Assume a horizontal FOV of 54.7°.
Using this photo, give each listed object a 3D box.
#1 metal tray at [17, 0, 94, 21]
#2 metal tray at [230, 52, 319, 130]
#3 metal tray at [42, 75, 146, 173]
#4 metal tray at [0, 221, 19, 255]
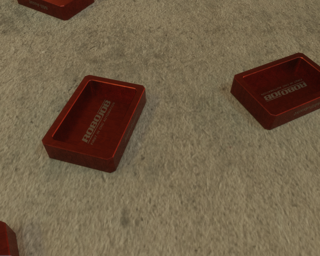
[{"bbox_3d":[-0.211,-0.266,0.621,0.130,0.030,0.090,25,54,19],"label":"metal tray"},{"bbox_3d":[0.182,-0.058,0.450,0.131,0.030,0.090,-21,53,-17],"label":"metal tray"},{"bbox_3d":[-0.080,-0.011,0.408,0.090,0.030,0.130,13,51,10],"label":"metal tray"},{"bbox_3d":[-0.167,0.157,0.266,0.091,0.030,0.130,-19,53,-16],"label":"metal tray"}]
